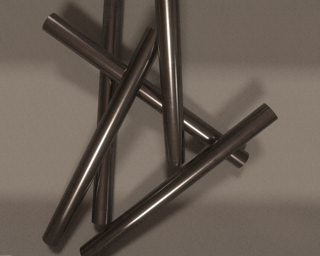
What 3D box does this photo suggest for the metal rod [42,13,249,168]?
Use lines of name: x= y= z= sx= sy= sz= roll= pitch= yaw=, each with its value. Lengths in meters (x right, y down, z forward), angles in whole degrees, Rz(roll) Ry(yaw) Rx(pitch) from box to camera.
metal rod: x=-0.012 y=-0.042 z=0.393 sx=0.301 sy=0.025 sz=0.025 roll=35 pitch=90 yaw=-8

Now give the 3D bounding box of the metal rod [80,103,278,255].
metal rod: x=0.018 y=0.073 z=0.392 sx=0.300 sy=0.025 sz=0.025 roll=-39 pitch=91 yaw=7

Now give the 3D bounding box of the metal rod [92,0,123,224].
metal rod: x=-0.070 y=-0.025 z=0.410 sx=0.025 sy=0.025 sz=0.298 roll=3 pitch=90 yaw=-1

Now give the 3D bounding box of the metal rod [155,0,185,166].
metal rod: x=0.010 y=-0.092 z=0.335 sx=0.025 sy=0.025 sz=0.298 roll=-4 pitch=116 yaw=0

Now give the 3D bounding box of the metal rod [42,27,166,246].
metal rod: x=-0.073 y=0.020 z=0.381 sx=0.025 sy=0.025 sz=0.298 roll=29 pitch=102 yaw=-1
